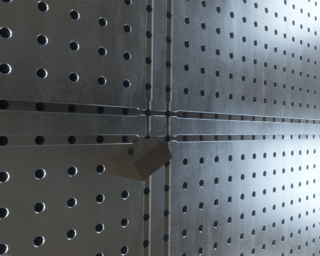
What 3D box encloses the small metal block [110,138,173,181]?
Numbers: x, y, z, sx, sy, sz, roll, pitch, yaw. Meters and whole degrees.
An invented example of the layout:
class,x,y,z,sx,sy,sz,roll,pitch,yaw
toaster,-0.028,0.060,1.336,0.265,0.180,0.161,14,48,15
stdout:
class,x,y,z,sx,sy,sz,roll,pitch,yaw
small metal block,-0.022,0.036,0.373,0.050,0.050,0.025,-35,112,-34
